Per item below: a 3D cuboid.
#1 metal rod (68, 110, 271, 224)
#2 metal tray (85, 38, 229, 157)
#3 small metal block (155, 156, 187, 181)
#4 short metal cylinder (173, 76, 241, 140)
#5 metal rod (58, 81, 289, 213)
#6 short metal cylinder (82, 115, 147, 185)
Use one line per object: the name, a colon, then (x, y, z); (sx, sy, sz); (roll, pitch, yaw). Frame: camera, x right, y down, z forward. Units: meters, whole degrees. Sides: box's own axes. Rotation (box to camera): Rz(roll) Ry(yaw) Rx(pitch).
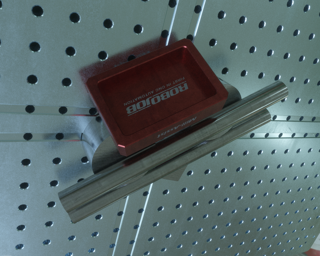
metal rod: (0.021, 0.044, 0.418); (0.302, 0.025, 0.025); (-26, 128, -13)
metal tray: (-0.003, -0.037, 0.344); (0.131, 0.090, 0.030); (-26, 160, -13)
small metal block: (0.013, 0.047, 0.448); (0.050, 0.025, 0.050); (16, 110, -35)
short metal cylinder: (0.060, -0.030, 0.412); (0.081, 0.050, 0.079); (-14, 125, -21)
metal rod: (0.026, 0.016, 0.371); (0.302, 0.025, 0.025); (-27, 128, -12)
short metal cylinder: (-0.051, 0.024, 0.383); (0.081, 0.050, 0.079); (-14, 125, -21)
